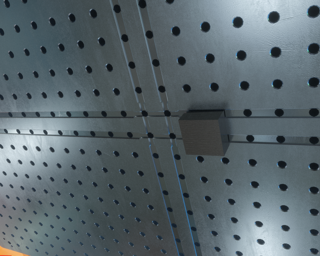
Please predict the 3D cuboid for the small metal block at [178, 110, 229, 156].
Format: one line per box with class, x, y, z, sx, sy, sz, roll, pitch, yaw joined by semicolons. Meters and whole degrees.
small metal block;0.055;0.006;0.386;0.050;0.025;0.050;0;119;28
